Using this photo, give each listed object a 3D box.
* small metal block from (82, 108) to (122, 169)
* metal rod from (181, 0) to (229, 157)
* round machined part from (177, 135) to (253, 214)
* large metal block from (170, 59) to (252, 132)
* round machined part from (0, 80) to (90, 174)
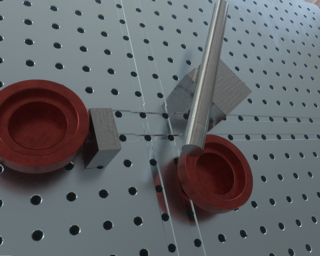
[{"bbox_3d":[-0.069,0.012,0.347,0.025,0.050,0.050,-2,63,-32],"label":"small metal block"},{"bbox_3d":[0.070,-0.090,0.436,0.025,0.025,0.300,26,52,-12],"label":"metal rod"},{"bbox_3d":[0.066,0.061,0.395,0.099,0.042,0.098,14,56,-21],"label":"round machined part"},{"bbox_3d":[0.078,-0.053,0.466,0.080,0.050,0.080,48,51,5],"label":"large metal block"},{"bbox_3d":[-0.126,0.001,0.323,0.099,0.042,0.098,8,61,-15],"label":"round machined part"}]
